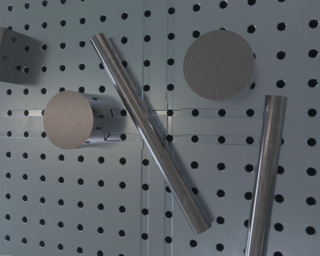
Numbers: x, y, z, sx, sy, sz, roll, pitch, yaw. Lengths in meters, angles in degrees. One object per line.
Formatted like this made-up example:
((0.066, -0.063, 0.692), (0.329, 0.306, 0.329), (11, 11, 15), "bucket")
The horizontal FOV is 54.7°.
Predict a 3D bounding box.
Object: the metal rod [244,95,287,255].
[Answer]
((0.119, 0.111, 0.370), (0.025, 0.025, 0.298), (8, 92, 20), "metal rod")

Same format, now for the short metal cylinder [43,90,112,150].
((-0.116, -0.011, 0.440), (0.080, 0.050, 0.079), (0, 90, 20), "short metal cylinder")

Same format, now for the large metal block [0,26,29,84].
((-0.267, -0.121, 0.493), (0.080, 0.050, 0.080), (17, 96, 19), "large metal block")

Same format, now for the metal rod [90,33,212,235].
((-0.017, 0.001, 0.418), (0.025, 0.025, 0.299), (-32, 80, 17), "metal rod")

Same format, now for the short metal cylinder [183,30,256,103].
((0.073, -0.071, 0.373), (0.080, 0.050, 0.079), (0, 90, 20), "short metal cylinder")
